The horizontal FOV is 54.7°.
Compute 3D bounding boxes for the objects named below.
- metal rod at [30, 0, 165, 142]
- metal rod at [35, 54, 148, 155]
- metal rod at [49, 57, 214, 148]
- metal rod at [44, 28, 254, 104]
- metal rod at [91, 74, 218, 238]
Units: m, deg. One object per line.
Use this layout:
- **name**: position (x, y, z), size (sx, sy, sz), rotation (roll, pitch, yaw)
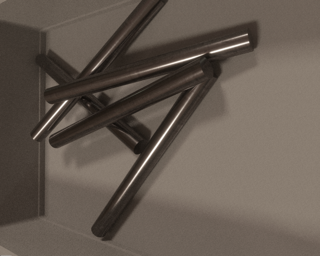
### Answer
- **metal rod**: position (-0.105, -0.080, 0.464), size (0.299, 0.025, 0.025), rotation (-43, 64, 22)
- **metal rod**: position (-0.125, -0.052, 0.507), size (0.300, 0.025, 0.025), rotation (38, 113, 33)
- **metal rod**: position (-0.061, -0.021, 0.420), size (0.299, 0.025, 0.025), rotation (-21, 77, 37)
- **metal rod**: position (-0.035, -0.071, 0.398), size (0.300, 0.025, 0.025), rotation (-10, 84, 28)
- **metal rod**: position (-0.019, 0.047, 0.420), size (0.025, 0.025, 0.298), rotation (48, 118, 29)
